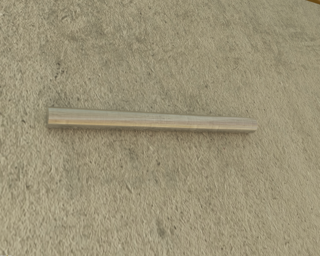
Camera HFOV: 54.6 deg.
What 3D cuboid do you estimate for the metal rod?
[{"bbox_3d":[0.009,-0.008,0.414,0.302,0.025,0.025,2,61,-27],"label":"metal rod"}]
